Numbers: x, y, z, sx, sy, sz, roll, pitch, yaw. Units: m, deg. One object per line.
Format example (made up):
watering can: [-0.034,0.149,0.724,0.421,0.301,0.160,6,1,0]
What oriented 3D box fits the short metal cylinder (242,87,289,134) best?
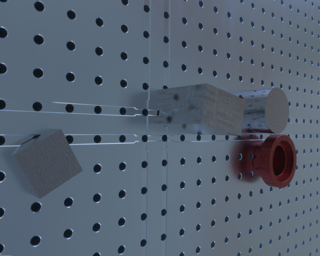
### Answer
short metal cylinder: [0.187,-0.030,0.553,0.081,0.050,0.079,0,90,-40]

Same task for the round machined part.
round machined part: [0.212,0.060,0.579,0.099,0.042,0.097,0,90,-40]

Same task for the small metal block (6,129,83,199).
small metal block: [-0.115,0.035,0.314,0.050,0.025,0.050,-35,112,-35]

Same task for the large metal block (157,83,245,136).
large metal block: [0.056,-0.022,0.423,0.081,0.080,0.050,14,81,-40]
